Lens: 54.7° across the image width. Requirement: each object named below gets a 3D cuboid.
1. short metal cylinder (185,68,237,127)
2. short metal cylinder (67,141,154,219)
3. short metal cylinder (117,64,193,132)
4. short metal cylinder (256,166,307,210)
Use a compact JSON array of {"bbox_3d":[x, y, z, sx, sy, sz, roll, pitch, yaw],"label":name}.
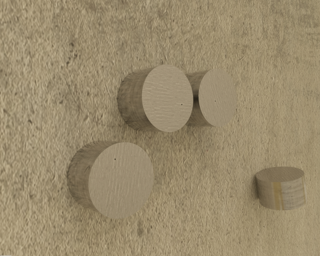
[{"bbox_3d":[0.064,-0.042,0.442,0.081,0.050,0.080,0,90,-40],"label":"short metal cylinder"},{"bbox_3d":[-0.054,0.054,0.343,0.081,0.050,0.080,0,90,-40],"label":"short metal cylinder"},{"bbox_3d":[-0.005,-0.035,0.384,0.081,0.050,0.080,0,90,-40],"label":"short metal cylinder"},{"bbox_3d":[0.215,0.105,0.549,0.081,0.080,0.050,-17,101,-39],"label":"short metal cylinder"}]
